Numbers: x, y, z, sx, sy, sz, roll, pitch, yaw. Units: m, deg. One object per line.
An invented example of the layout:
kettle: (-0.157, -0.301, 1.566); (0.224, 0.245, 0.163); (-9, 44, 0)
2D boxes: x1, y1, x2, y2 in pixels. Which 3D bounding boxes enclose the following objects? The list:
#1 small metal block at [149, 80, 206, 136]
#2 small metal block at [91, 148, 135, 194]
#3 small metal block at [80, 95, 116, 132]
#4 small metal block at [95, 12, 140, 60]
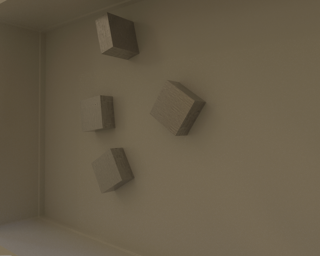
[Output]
small metal block: (0.021, -0.025, 0.388); (0.050, 0.025, 0.050); (42, 115, 31)
small metal block: (-0.071, 0.063, 0.463); (0.050, 0.025, 0.050); (-36, 68, 33)
small metal block: (-0.098, -0.021, 0.485); (0.050, 0.025, 0.050); (-9, 84, 39)
small metal block: (-0.060, -0.128, 0.437); (0.025, 0.050, 0.050); (-18, 79, 38)
